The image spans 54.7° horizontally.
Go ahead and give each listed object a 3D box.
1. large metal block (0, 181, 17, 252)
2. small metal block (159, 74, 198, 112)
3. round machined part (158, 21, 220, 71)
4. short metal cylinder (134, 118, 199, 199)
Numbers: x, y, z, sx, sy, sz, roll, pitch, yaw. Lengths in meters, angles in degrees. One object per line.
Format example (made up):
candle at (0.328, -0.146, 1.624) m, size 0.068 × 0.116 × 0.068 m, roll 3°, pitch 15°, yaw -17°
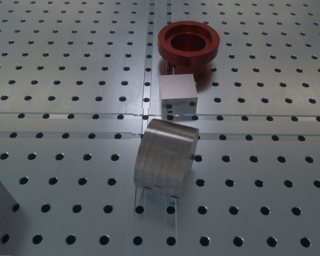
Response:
large metal block at (-0.203, 0.099, 0.307) m, size 0.080 × 0.050 × 0.080 m, roll 1°, pitch 50°, yaw 0°
small metal block at (0.026, -0.052, 0.451) m, size 0.050 × 0.025 × 0.050 m, roll -3°, pitch 50°, yaw -3°
round machined part at (0.046, -0.130, 0.506) m, size 0.099 × 0.042 × 0.098 m, roll 0°, pitch 50°, yaw 0°
short metal cylinder at (0.009, 0.033, 0.344) m, size 0.050 × 0.080 × 0.080 m, roll 14°, pitch 51°, yaw 11°
